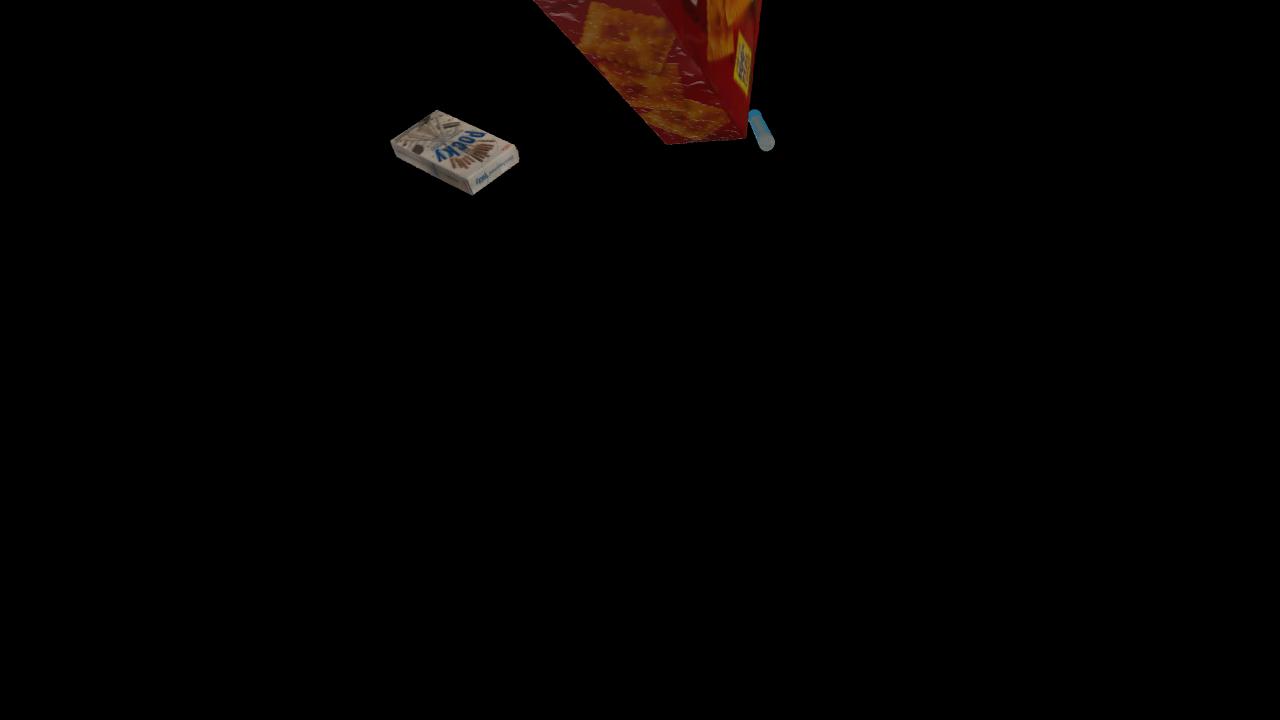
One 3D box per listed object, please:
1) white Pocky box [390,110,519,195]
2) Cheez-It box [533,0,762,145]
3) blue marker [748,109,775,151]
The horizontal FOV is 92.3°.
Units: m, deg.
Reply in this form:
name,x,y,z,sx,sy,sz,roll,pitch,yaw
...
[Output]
name,x,y,z,sx,sy,sz,roll,pitch,yaw
white Pocky box,-0.236,-0.265,0.779,0.154,0.084,0.028,31,-28,26
Cheez-It box,0.008,-0.248,0.345,0.071,0.166,0.223,5,-7,27
blue marker,0.150,-0.290,0.771,0.020,0.020,0.121,0,37,1
